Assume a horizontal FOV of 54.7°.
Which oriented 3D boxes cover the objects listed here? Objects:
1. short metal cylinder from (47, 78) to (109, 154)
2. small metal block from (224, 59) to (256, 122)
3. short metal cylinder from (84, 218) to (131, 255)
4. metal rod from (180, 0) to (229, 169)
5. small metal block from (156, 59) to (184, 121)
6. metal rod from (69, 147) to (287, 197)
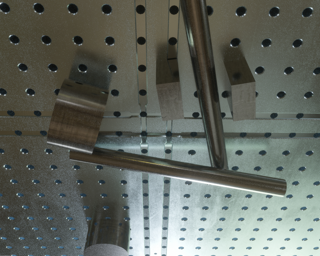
[{"bbox_3d":[-0.095,-0.013,0.363,0.050,0.080,0.079,15,128,-13],"label":"short metal cylinder"},{"bbox_3d":[0.092,-0.044,0.359,0.025,0.050,0.050,-9,130,7],"label":"small metal block"},{"bbox_3d":[-0.097,0.212,0.575,0.081,0.050,0.079,0,130,0],"label":"short metal cylinder"},{"bbox_3d":[0.061,-0.032,0.385,0.025,0.025,0.299,-10,130,8],"label":"metal rod"},{"bbox_3d":[0.012,-0.044,0.358,0.025,0.050,0.050,-6,130,5],"label":"small metal block"},{"bbox_3d":[0.025,0.059,0.438,0.302,0.025,0.025,10,130,1],"label":"metal rod"}]
